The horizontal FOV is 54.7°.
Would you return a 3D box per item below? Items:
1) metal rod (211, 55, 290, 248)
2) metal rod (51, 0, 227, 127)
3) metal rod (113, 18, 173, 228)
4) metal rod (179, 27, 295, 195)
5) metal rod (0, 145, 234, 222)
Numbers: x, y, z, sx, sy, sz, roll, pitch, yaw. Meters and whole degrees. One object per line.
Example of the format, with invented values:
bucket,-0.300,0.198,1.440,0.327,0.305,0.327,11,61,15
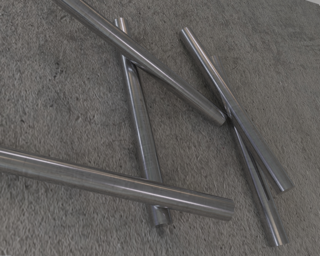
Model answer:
metal rod,0.121,0.018,0.457,0.025,0.025,0.299,1,61,-28
metal rod,-0.026,-0.095,0.415,0.301,0.025,0.025,35,51,-18
metal rod,-0.029,-0.025,0.403,0.025,0.025,0.299,1,61,-28
metal rod,0.101,-0.041,0.458,0.025,0.025,0.299,-8,58,-32
metal rod,-0.066,0.052,0.313,0.302,0.025,0.025,15,55,-12
